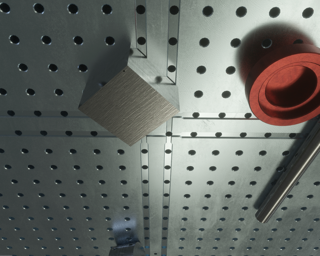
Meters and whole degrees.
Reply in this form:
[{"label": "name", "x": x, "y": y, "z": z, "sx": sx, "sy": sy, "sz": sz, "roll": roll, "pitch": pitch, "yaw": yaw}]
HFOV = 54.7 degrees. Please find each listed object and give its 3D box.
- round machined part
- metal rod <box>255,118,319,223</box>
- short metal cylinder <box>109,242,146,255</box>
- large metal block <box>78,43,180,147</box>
[{"label": "round machined part", "x": 0.147, "y": -0.052, "z": 0.357, "sx": 0.099, "sy": 0.042, "sz": 0.097, "roll": 0, "pitch": 130, "yaw": 0}, {"label": "metal rod", "x": 0.209, "y": 0.046, "z": 0.452, "sx": 0.025, "sy": 0.025, "sz": 0.298, "roll": 8, "pitch": 130, "yaw": -7}, {"label": "short metal cylinder", "x": -0.061, "y": 0.268, "z": 0.603, "sx": 0.050, "sy": 0.080, "sz": 0.080, "roll": -14, "pitch": 129, "yaw": 11}, {"label": "large metal block", "x": -0.034, "y": -0.036, "z": 0.364, "sx": 0.080, "sy": 0.050, "sz": 0.080, "roll": -36, "pitch": 122, "yaw": 26}]
